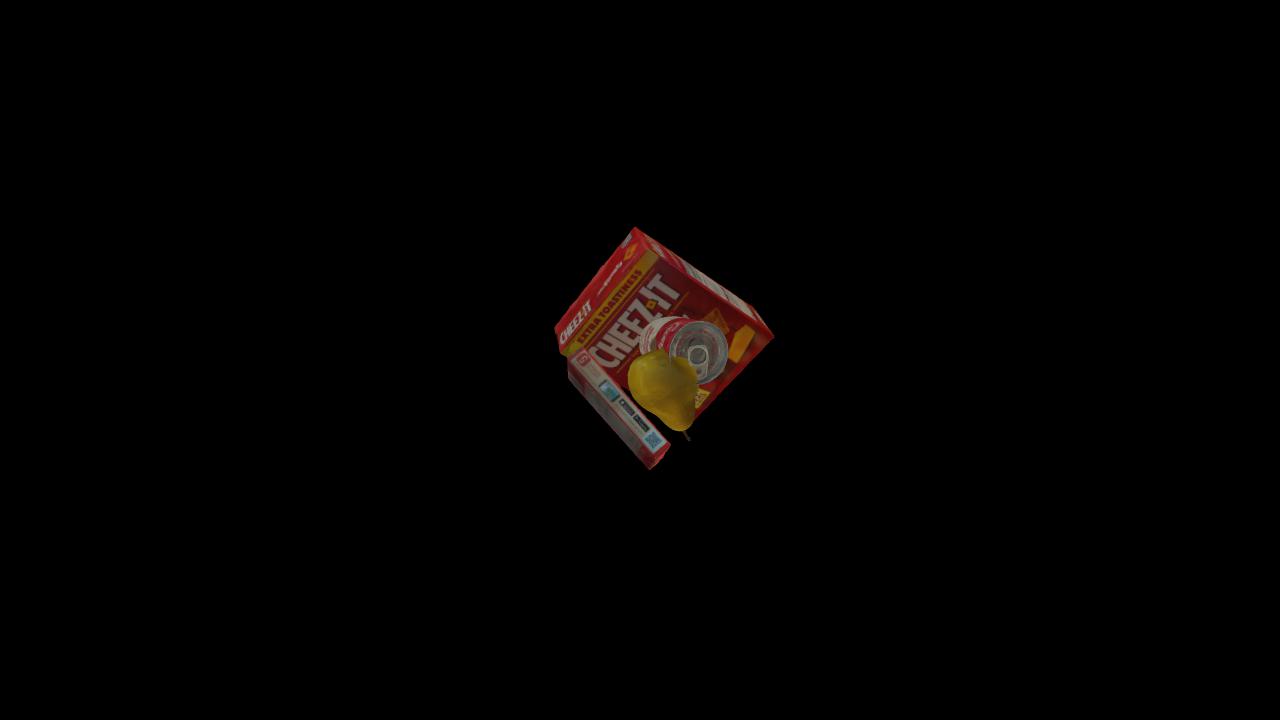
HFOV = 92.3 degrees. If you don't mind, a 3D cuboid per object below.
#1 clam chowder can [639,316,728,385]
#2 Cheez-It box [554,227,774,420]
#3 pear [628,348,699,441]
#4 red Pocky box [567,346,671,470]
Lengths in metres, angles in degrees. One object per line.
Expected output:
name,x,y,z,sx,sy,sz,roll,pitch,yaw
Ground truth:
clam chowder can,0.045,-0.014,0.684,0.068,0.068,0.102,0,8,-19
Cheez-It box,0.032,-0.036,0.763,0.223,0.166,0.071,30,22,-31
pear,0.033,0.042,0.663,0.080,0.111,0.080,-24,5,2
red Pocky box,-0.027,0.059,0.724,0.028,0.155,0.083,-39,-11,-17
